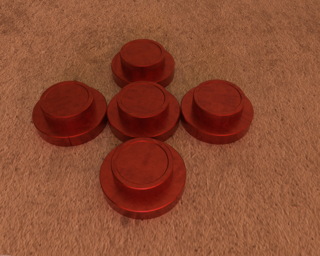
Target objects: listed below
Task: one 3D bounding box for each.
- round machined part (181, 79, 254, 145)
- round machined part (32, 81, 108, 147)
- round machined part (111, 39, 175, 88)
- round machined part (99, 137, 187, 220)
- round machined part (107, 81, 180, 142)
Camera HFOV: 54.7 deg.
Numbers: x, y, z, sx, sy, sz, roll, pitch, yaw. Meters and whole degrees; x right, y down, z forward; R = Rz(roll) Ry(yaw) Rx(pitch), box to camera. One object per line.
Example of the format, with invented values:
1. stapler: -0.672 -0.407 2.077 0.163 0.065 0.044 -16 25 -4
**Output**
1. round machined part: 0.077 -0.028 0.419 0.099 0.042 0.098 0 50 0
2. round machined part: -0.120 -0.026 0.414 0.099 0.042 0.098 0 50 0
3. round machined part: -0.026 -0.101 0.478 0.099 0.042 0.098 0 50 0
4. round machined part: -0.019 0.049 0.352 0.099 0.042 0.098 0 50 0
5. round machined part: -0.022 -0.026 0.415 0.099 0.042 0.098 0 50 0
